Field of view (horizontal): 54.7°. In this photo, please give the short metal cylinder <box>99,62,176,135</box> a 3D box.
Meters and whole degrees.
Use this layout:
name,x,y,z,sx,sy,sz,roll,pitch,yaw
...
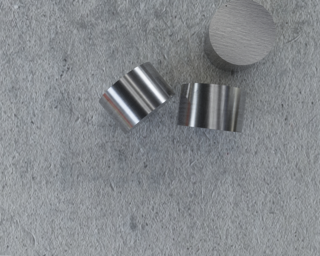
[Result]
name,x,y,z,sx,sy,sz,roll,pitch,yaw
short metal cylinder,-0.027,-0.036,0.382,0.080,0.080,0.050,-39,90,0

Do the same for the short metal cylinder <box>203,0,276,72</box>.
name,x,y,z,sx,sy,sz,roll,pitch,yaw
short metal cylinder,0.099,-0.116,0.398,0.081,0.050,0.080,0,90,0

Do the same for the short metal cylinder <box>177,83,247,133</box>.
name,x,y,z,sx,sy,sz,roll,pitch,yaw
short metal cylinder,0.063,-0.023,0.383,0.080,0.080,0.050,7,90,0
